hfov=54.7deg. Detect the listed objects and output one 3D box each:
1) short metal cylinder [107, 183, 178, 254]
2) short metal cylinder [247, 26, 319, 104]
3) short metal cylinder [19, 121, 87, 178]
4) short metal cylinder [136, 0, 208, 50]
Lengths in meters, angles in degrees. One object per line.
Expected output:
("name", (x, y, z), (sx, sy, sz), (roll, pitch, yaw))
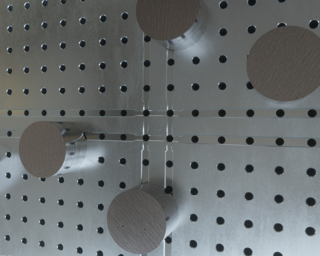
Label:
("short metal cylinder", (-0.022, 0.116, 0.407), (0.080, 0.050, 0.079), (0, 90, 20))
("short metal cylinder", (0.141, -0.068, 0.349), (0.080, 0.050, 0.079), (0, 90, 20))
("short metal cylinder", (-0.156, 0.030, 0.455), (0.080, 0.050, 0.079), (0, 90, 20))
("short metal cylinder", (0.017, -0.144, 0.393), (0.080, 0.050, 0.079), (0, 90, 20))
